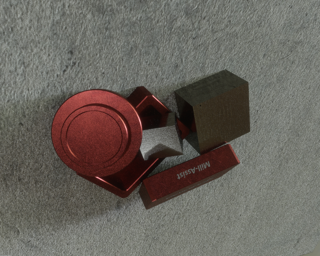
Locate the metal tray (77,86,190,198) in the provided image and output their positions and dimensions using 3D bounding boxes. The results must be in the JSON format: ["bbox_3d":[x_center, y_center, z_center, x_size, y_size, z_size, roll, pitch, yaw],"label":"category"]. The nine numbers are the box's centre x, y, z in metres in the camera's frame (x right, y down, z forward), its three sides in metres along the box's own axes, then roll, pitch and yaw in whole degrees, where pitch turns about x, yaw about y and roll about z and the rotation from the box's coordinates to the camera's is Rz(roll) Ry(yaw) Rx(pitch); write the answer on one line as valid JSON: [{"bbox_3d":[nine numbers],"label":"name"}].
[{"bbox_3d":[-0.035,0.022,0.398,0.130,0.030,0.090,-46,129,4],"label":"metal tray"}]

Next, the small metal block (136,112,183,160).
[{"bbox_3d":[-0.001,0.011,0.385,0.050,0.025,0.050,-9,130,10],"label":"small metal block"}]

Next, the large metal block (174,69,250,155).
[{"bbox_3d":[0.072,-0.022,0.418,0.081,0.050,0.080,-24,127,-14],"label":"large metal block"}]

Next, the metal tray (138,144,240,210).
[{"bbox_3d":[0.038,0.071,0.440,0.131,0.030,0.090,-21,163,-16],"label":"metal tray"}]

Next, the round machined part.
[{"bbox_3d":[-0.068,0.007,0.337,0.099,0.042,0.097,-1,99,-4],"label":"round machined part"}]
